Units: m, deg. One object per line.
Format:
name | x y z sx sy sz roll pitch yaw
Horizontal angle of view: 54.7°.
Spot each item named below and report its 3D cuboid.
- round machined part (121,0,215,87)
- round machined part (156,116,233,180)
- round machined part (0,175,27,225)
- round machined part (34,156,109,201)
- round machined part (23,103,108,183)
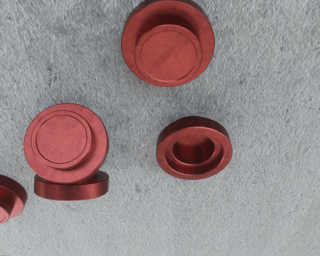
round machined part | 0.008 -0.084 0.325 0.099 0.042 0.097 0 130 0
round machined part | 0.044 0.022 0.415 0.099 0.042 0.097 0 130 0
round machined part | -0.270 0.119 0.495 0.099 0.042 0.097 0 130 0
round machined part | -0.120 0.065 0.426 0.099 0.098 0.042 3 95 -3
round machined part | -0.112 0.016 0.369 0.099 0.098 0.042 3 167 -3
